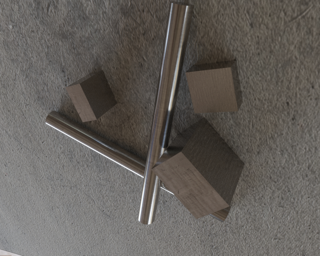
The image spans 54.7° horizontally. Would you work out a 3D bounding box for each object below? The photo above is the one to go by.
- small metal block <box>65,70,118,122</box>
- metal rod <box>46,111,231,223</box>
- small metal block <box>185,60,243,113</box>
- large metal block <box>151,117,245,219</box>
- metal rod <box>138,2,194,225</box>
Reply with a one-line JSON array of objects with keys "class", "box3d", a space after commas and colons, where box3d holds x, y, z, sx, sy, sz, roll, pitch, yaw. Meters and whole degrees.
[{"class": "small metal block", "box3d": [-0.089, -0.043, 0.409, 0.025, 0.050, 0.050, -8, 114, 31]}, {"class": "metal rod", "box3d": [-0.039, 0.052, 0.457, 0.301, 0.025, 0.025, 27, 128, 10]}, {"class": "small metal block", "box3d": [0.061, -0.045, 0.346, 0.050, 0.025, 0.050, -2, 118, 28]}, {"class": "large metal block", "box3d": [0.049, 0.047, 0.373, 0.080, 0.080, 0.050, 49, 128, -7]}, {"class": "metal rod", "box3d": [0.001, 0.003, 0.386, 0.025, 0.025, 0.298, 19, 119, 17]}]
